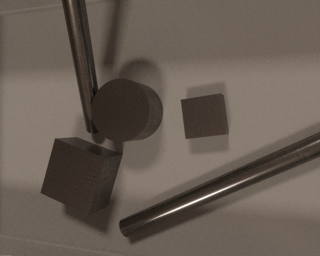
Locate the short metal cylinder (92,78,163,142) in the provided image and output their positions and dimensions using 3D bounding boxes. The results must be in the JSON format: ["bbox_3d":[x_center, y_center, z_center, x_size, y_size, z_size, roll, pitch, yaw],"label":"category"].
[{"bbox_3d":[-0.042,-0.022,0.411,0.080,0.050,0.079,0,90,19],"label":"short metal cylinder"}]

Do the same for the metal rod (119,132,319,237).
[{"bbox_3d":[0.079,0.071,0.382,0.300,0.025,0.025,-28,81,17],"label":"metal rod"}]

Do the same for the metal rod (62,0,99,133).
[{"bbox_3d":[-0.096,-0.121,0.359,0.025,0.025,0.298,13,128,19],"label":"metal rod"}]

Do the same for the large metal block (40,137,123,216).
[{"bbox_3d":[-0.109,0.064,0.434,0.080,0.050,0.080,19,96,18],"label":"large metal block"}]

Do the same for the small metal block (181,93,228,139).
[{"bbox_3d":[0.057,-0.014,0.390,0.050,0.025,0.050,-8,88,19],"label":"small metal block"}]
